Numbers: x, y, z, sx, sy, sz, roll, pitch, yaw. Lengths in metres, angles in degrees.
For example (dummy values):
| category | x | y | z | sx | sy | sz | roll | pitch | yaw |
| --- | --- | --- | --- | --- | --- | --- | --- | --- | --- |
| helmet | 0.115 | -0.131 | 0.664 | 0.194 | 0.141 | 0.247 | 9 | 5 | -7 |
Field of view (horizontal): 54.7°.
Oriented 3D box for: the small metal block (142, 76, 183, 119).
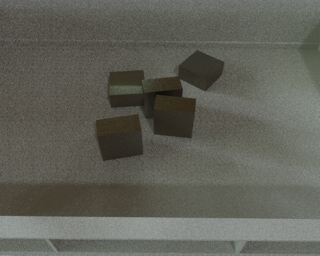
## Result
| category | x | y | z | sx | sy | sz | roll | pitch | yaw |
| --- | --- | --- | --- | --- | --- | --- | --- | --- | --- |
| small metal block | 0.003 | -0.041 | 0.424 | 0.050 | 0.050 | 0.025 | -7 | 51 | -6 |

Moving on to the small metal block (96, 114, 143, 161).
| category | x | y | z | sx | sy | sz | roll | pitch | yaw |
| --- | --- | --- | --- | --- | --- | --- | --- | --- | --- |
| small metal block | -0.048 | 0.012 | 0.378 | 0.050 | 0.050 | 0.025 | -9 | 51 | -8 |

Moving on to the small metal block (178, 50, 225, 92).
| category | x | y | z | sx | sy | sz | roll | pitch | yaw |
| --- | --- | --- | --- | --- | --- | --- | --- | --- | --- |
| small metal block | 0.064 | -0.090 | 0.481 | 0.050 | 0.025 | 0.050 | 31 | 56 | 23 |

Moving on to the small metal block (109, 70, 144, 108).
| category | x | y | z | sx | sy | sz | roll | pitch | yaw |
| --- | --- | --- | --- | --- | --- | --- | --- | --- | --- |
| small metal block | -0.047 | -0.058 | 0.453 | 0.050 | 0.025 | 0.050 | -4 | 50 | -4 |

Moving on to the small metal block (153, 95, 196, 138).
| category | x | y | z | sx | sy | sz | roll | pitch | yaw |
| --- | --- | --- | --- | --- | --- | --- | --- | --- | --- |
| small metal block | 0.019 | -0.014 | 0.401 | 0.050 | 0.050 | 0.025 | 6 | 51 | 5 |
